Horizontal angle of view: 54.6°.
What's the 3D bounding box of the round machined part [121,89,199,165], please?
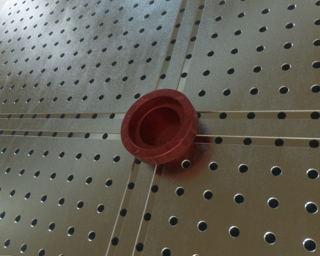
[{"bbox_3d":[0.003,0.002,0.396,0.098,0.042,0.098,-13,56,21],"label":"round machined part"}]
